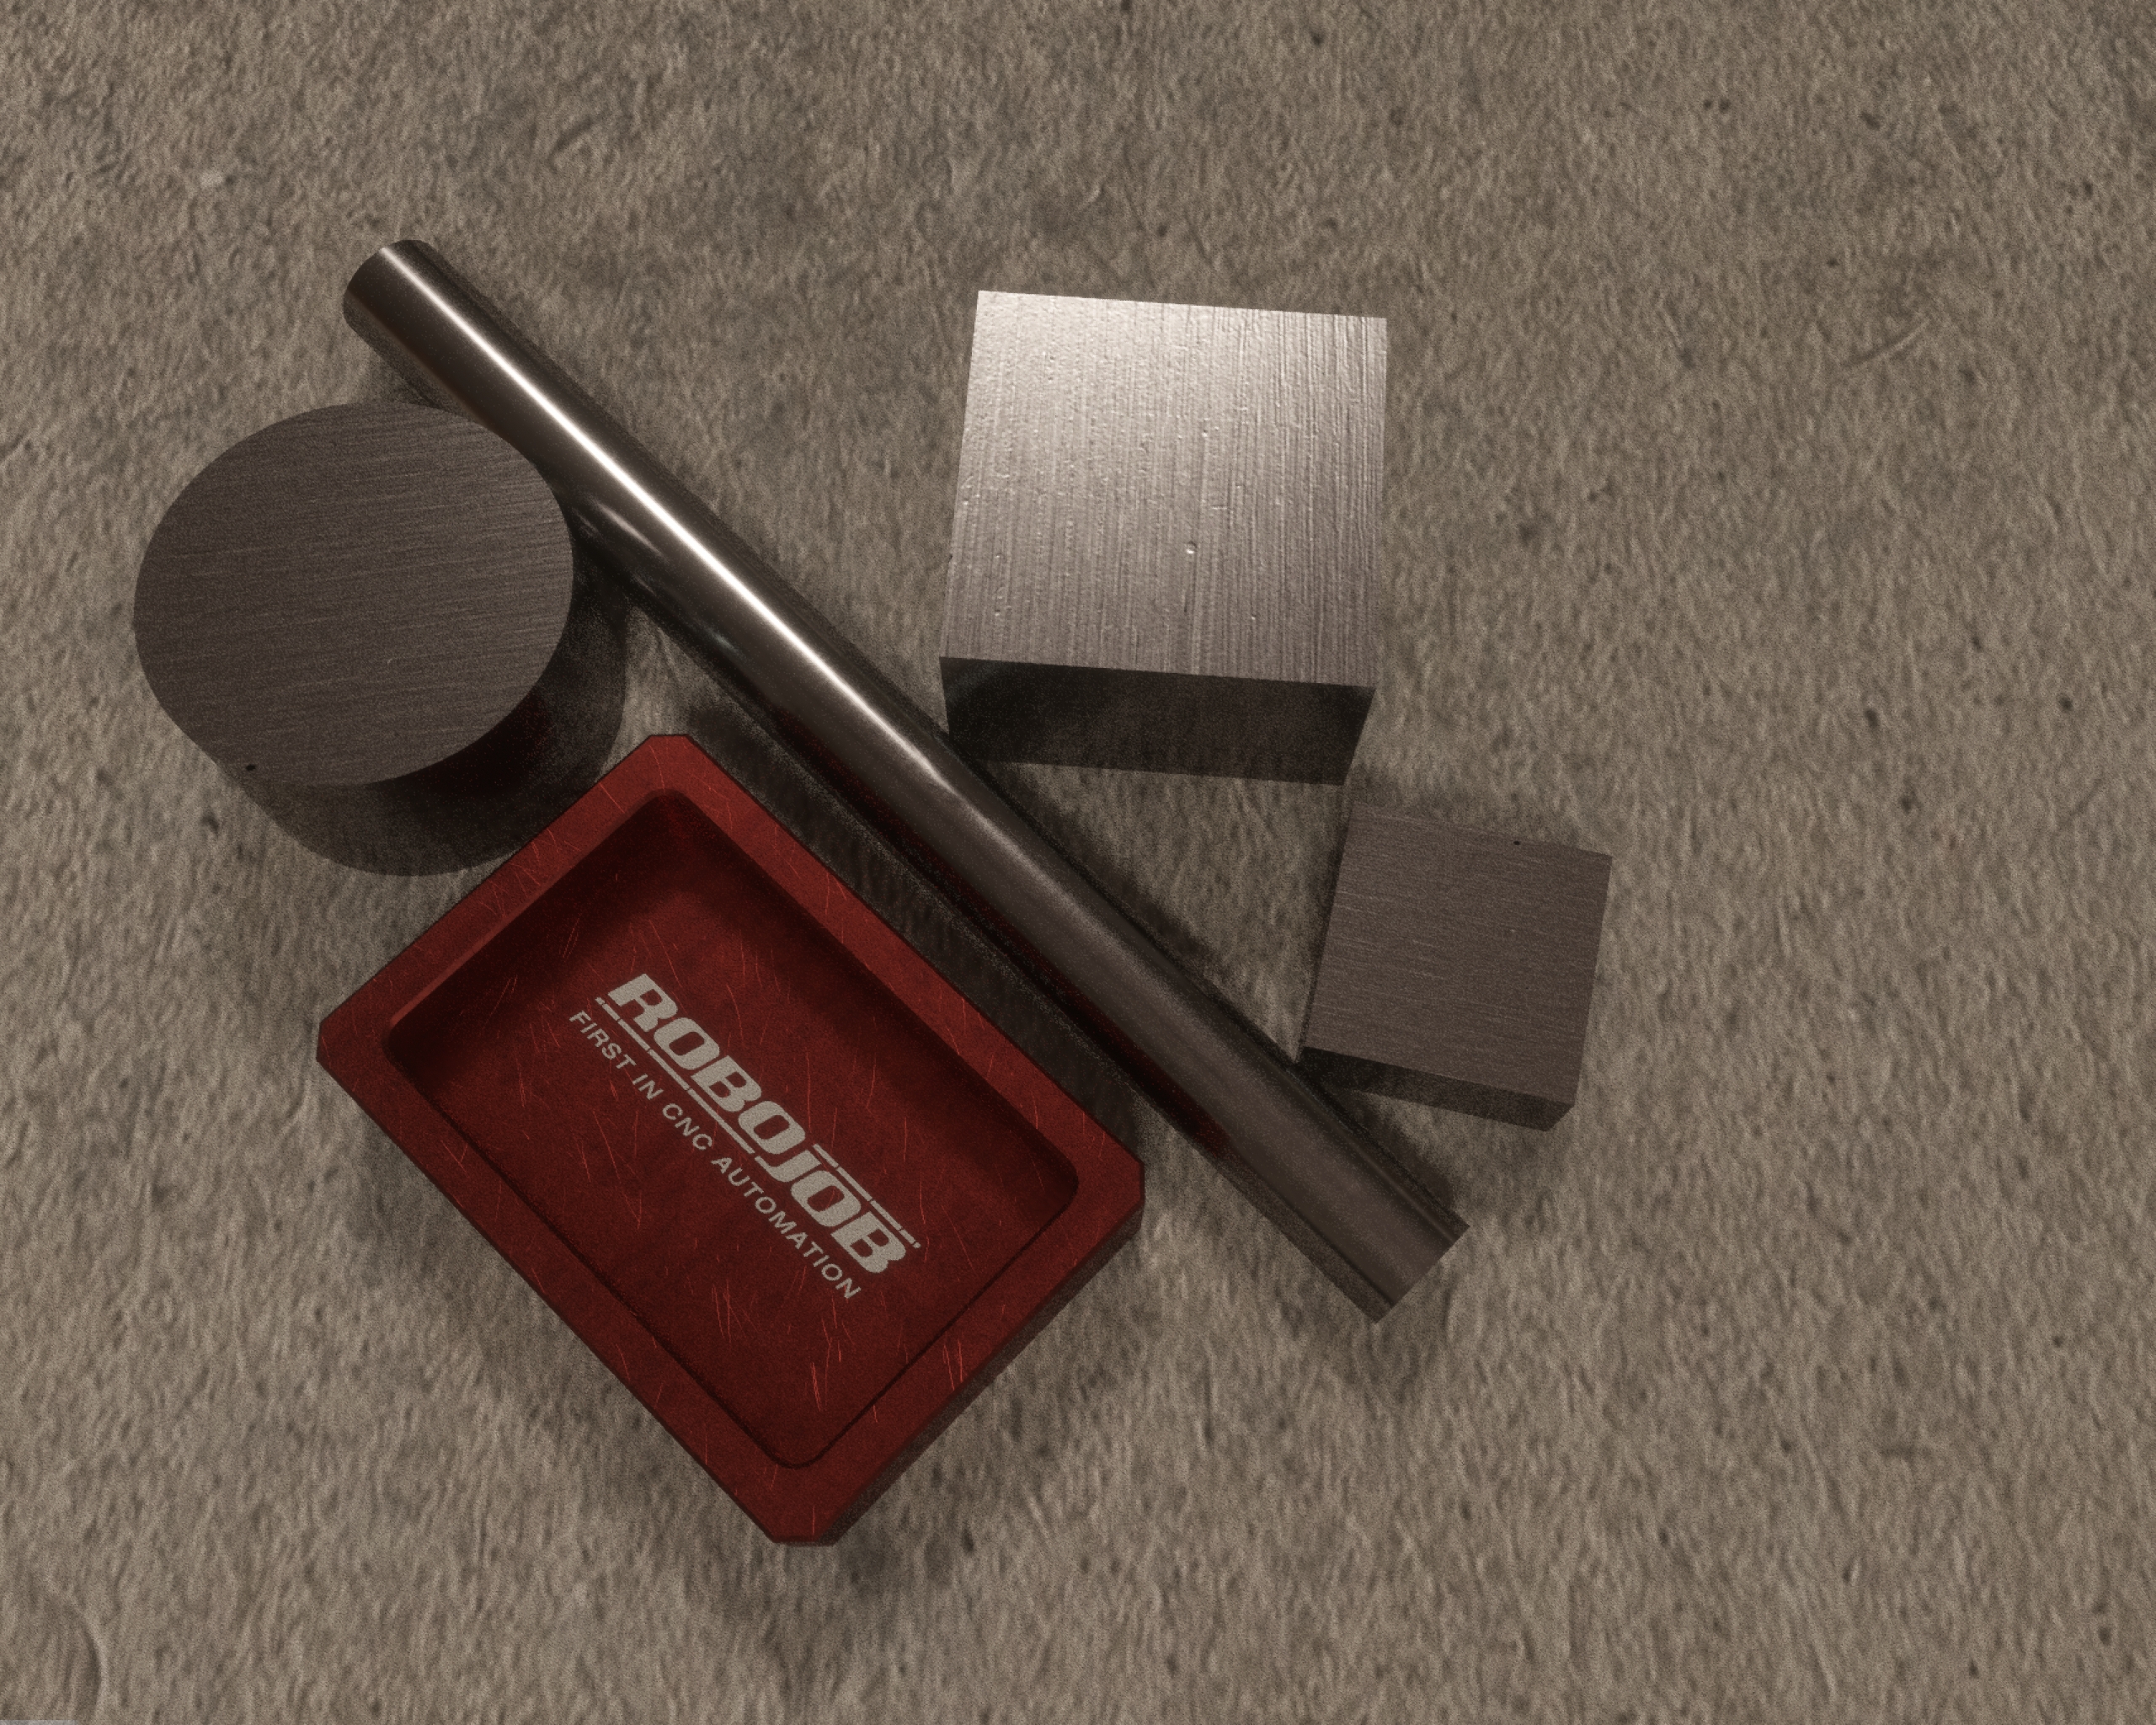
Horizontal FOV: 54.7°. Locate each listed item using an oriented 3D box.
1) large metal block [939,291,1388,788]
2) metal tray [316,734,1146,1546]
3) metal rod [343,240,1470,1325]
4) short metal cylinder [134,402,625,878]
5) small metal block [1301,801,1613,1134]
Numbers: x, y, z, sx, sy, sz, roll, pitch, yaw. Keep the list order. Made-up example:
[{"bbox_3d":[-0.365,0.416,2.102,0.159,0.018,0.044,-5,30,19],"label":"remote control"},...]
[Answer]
[{"bbox_3d":[0.018,-0.064,0.420,0.081,0.050,0.080,4,70,1],"label":"large metal block"},{"bbox_3d":[-0.063,0.049,0.388,0.130,0.030,0.090,42,75,13],"label":"metal tray"},{"bbox_3d":[-0.043,-0.024,0.417,0.025,0.025,0.300,-43,76,-14],"label":"metal rod"},{"bbox_3d":[-0.134,-0.043,0.410,0.081,0.050,0.080,0,70,0],"label":"short metal cylinder"},{"bbox_3d":[0.072,0.020,0.403,0.050,0.025,0.050,12,70,4],"label":"small metal block"}]
